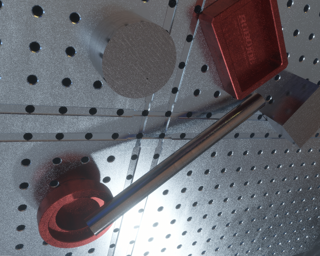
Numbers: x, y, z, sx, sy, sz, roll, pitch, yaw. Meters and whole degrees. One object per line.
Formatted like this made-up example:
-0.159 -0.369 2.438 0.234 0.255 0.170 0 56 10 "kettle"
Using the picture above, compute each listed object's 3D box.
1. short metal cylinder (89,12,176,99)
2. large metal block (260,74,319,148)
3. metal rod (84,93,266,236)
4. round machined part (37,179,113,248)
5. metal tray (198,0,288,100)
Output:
-0.030 -0.078 0.332 0.081 0.050 0.079 -14 125 -21 "short metal cylinder"
0.224 -0.026 0.504 0.080 0.050 0.080 -48 129 5 "large metal block"
0.032 0.039 0.423 0.302 0.025 0.025 -35 130 -18 "metal rod"
-0.109 0.106 0.407 0.099 0.042 0.097 -14 125 -21 "round machined part"
0.113 -0.111 0.402 0.090 0.030 0.130 -36 129 -5 "metal tray"
